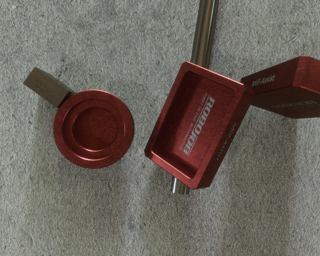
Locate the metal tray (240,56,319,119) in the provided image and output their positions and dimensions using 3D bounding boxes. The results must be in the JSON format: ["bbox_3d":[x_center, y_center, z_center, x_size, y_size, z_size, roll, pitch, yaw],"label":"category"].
[{"bbox_3d":[0.156,-0.040,0.352,0.091,0.130,0.030,17,86,-11],"label":"metal tray"}]

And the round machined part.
[{"bbox_3d":[-0.082,0.001,0.399,0.099,0.042,0.097,0,92,-2],"label":"round machined part"}]

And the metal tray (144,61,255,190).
[{"bbox_3d":[0.043,-0.004,0.372,0.090,0.030,0.129,32,104,35],"label":"metal tray"}]

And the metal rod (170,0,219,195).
[{"bbox_3d":[0.049,-0.062,0.410,0.025,0.025,0.298,9,90,-1],"label":"metal rod"}]

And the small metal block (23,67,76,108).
[{"bbox_3d":[-0.137,-0.049,0.396,0.050,0.050,0.025,36,90,0],"label":"small metal block"}]
